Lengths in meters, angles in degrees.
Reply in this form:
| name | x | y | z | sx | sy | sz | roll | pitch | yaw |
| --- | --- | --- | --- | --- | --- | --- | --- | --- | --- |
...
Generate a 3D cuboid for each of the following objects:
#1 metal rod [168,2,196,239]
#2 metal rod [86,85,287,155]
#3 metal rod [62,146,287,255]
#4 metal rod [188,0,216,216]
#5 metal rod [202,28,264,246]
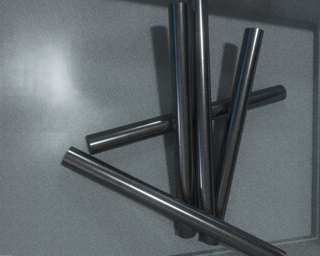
| name | x | y | z | sx | sy | sz | roll | pitch | yaw |
| --- | --- | --- | --- | --- | --- | --- | --- | --- | --- |
| metal rod | 0.029 | 0.000 | 0.396 | 0.025 | 0.025 | 0.298 | -7 | 103 | -20 |
| metal rod | 0.050 | -0.017 | 0.430 | 0.302 | 0.025 | 0.025 | -16 | 96 | -20 |
| metal rod | 0.022 | 0.101 | 0.385 | 0.301 | 0.025 | 0.025 | 27 | 81 | -5 |
| metal rod | 0.055 | -0.016 | 0.404 | 0.025 | 0.025 | 0.298 | -5 | 95 | -20 |
| metal rod | 0.099 | 0.015 | 0.427 | 0.025 | 0.025 | 0.298 | 9 | 95 | -20 |
